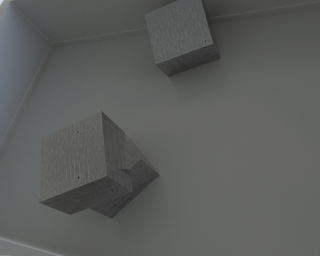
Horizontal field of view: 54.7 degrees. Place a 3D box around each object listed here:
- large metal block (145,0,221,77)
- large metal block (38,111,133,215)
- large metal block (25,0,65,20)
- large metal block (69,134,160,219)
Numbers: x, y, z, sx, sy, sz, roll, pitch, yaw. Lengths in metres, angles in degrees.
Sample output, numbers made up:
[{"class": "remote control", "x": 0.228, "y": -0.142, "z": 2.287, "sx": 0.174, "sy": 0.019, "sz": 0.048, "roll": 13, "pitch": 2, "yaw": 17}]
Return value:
[{"class": "large metal block", "x": 0.032, "y": -0.129, "z": 0.436, "sx": 0.080, "sy": 0.050, "sz": 0.080, "roll": -17, "pitch": 74, "yaw": 18}, {"class": "large metal block", "x": -0.082, "y": 0.040, "z": 0.343, "sx": 0.080, "sy": 0.050, "sz": 0.080, "roll": -23, "pitch": 54, "yaw": 14}, {"class": "large metal block", "x": -0.275, "y": -0.301, "z": 0.699, "sx": 0.050, "sy": 0.080, "sz": 0.080, "roll": -49, "pitch": 52, "yaw": -6}, {"class": "large metal block", "x": -0.062, "y": 0.051, "z": 0.389, "sx": 0.080, "sy": 0.050, "sz": 0.080, "roll": -43, "pitch": 51, "yaw": -2}]
